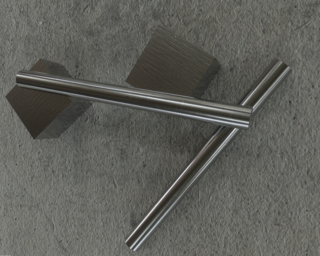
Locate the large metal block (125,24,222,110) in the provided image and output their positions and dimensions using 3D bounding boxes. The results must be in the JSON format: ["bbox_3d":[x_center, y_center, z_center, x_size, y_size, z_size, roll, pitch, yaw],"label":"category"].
[{"bbox_3d":[0.018,-0.069,0.389,0.080,0.050,0.080,35,101,16],"label":"large metal block"}]

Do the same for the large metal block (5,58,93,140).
[{"bbox_3d":[-0.161,-0.040,0.451,0.080,0.050,0.080,-41,77,15],"label":"large metal block"}]

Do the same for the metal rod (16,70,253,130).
[{"bbox_3d":[-0.045,-0.038,0.370,0.301,0.025,0.025,12,94,19],"label":"metal rod"}]

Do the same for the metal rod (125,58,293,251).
[{"bbox_3d":[0.053,0.042,0.389,0.025,0.025,0.299,41,102,15],"label":"metal rod"}]
